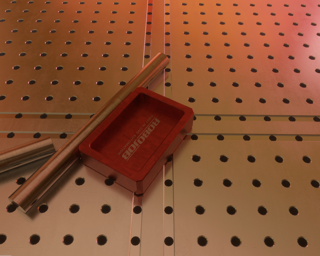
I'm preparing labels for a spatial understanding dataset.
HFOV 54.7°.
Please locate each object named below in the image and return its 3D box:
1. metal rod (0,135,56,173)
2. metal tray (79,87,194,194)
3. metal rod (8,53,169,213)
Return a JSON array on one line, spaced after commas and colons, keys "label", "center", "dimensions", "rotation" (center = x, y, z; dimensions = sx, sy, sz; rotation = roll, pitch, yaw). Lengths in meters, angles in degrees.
[{"label": "metal rod", "center": [-0.270, 0.070, 0.345], "dimensions": [0.302, 0.025, 0.025], "rotation": [-20, 53, -17]}, {"label": "metal tray", "center": [-0.026, 0.009, 0.395], "dimensions": [0.090, 0.030, 0.130], "rotation": [26, 54, 19]}, {"label": "metal rod", "center": [-0.075, -0.014, 0.417], "dimensions": [0.025, 0.025, 0.301], "rotation": [26, 54, 20]}]
